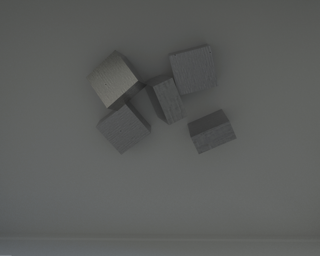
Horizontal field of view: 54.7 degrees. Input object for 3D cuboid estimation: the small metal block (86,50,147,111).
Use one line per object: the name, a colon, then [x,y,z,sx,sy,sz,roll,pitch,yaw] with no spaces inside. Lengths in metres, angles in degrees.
small metal block: [-0.053,-0.057,0.377,0.050,0.025,0.050,-40,73,13]

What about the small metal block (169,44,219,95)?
small metal block: [0.041,-0.073,0.385,0.050,0.025,0.050,-14,110,5]

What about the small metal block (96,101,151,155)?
small metal block: [-0.047,-0.002,0.410,0.050,0.025,0.050,-37,106,12]

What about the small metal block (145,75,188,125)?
small metal block: [0.006,-0.036,0.382,0.025,0.050,0.050,-27,109,-9]

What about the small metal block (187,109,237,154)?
small metal block: [0.065,0.003,0.400,0.050,0.050,0.025,-24,109,8]
